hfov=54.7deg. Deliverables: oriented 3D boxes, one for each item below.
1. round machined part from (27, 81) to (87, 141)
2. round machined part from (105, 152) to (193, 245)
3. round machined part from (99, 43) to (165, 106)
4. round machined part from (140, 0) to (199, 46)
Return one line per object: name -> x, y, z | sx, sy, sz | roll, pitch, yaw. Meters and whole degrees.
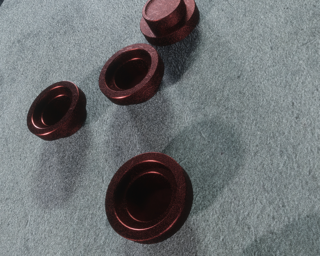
round machined part -> -0.156, -0.023, 0.490 | 0.098, 0.042, 0.098 | -13, 56, 21
round machined part -> -0.009, 0.080, 0.349 | 0.098, 0.042, 0.098 | -13, 56, 21
round machined part -> -0.037, -0.074, 0.458 | 0.098, 0.042, 0.098 | -13, 56, 21
round machined part -> 0.010, -0.184, 0.500 | 0.098, 0.042, 0.098 | -13, 56, 21
